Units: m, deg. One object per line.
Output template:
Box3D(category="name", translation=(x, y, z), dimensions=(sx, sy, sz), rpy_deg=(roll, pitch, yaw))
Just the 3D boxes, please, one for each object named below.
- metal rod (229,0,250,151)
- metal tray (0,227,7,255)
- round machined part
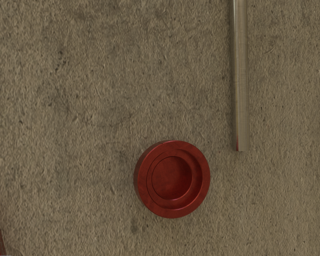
Box3D(category="metal rod", translation=(0.115, -0.116, 0.451), dimensions=(0.025, 0.025, 0.298), rpy_deg=(-2, 91, -20))
Box3D(category="metal tray", translation=(-0.217, 0.136, 0.326), dimensions=(0.091, 0.030, 0.129), rpy_deg=(-12, 94, -20))
Box3D(category="round machined part", translation=(0.012, 0.064, 0.405), dimensions=(0.099, 0.042, 0.097), rpy_deg=(0, 90, -20))
